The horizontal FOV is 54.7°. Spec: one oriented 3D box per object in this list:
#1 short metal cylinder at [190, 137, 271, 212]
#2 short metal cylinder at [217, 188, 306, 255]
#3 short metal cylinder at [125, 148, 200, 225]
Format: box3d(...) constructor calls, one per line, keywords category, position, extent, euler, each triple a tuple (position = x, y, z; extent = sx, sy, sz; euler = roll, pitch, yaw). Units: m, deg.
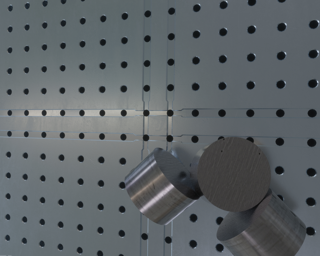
box3d(category="short metal cylinder", position=(0.078, 0.052, 0.356), extent=(0.081, 0.050, 0.080), euler=(1, 82, -4))
box3d(category="short metal cylinder", position=(0.109, 0.112, 0.340), extent=(0.080, 0.080, 0.050), euler=(-44, 87, 15))
box3d(category="short metal cylinder", position=(0.003, 0.071, 0.382), extent=(0.050, 0.080, 0.080), euler=(-44, 77, 15))
